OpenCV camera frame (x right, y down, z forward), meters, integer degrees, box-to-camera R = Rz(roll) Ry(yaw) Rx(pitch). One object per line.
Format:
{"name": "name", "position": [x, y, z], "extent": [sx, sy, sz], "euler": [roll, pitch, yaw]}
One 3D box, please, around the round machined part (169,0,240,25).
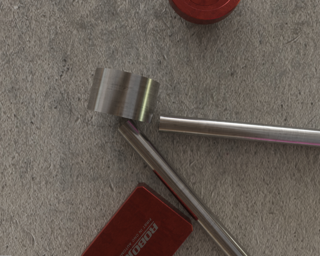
{"name": "round machined part", "position": [0.057, -0.182, 0.402], "extent": [0.099, 0.042, 0.097], "euler": [0, 90, 0]}

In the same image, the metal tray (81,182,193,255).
{"name": "metal tray", "position": [-0.031, 0.149, 0.407], "extent": [0.090, 0.030, 0.130], "euler": [39, 90, 0]}

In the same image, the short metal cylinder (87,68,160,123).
{"name": "short metal cylinder", "position": [-0.045, -0.039, 0.382], "extent": [0.080, 0.080, 0.050], "euler": [13, 90, 0]}

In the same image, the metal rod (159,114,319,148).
{"name": "metal rod", "position": [0.150, 0.008, 0.411], "extent": [0.302, 0.025, 0.025], "euler": [5, 90, -1]}

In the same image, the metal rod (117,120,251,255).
{"name": "metal rod", "position": [0.051, 0.109, 0.410], "extent": [0.025, 0.025, 0.300], "euler": [-41, 90, 0]}
